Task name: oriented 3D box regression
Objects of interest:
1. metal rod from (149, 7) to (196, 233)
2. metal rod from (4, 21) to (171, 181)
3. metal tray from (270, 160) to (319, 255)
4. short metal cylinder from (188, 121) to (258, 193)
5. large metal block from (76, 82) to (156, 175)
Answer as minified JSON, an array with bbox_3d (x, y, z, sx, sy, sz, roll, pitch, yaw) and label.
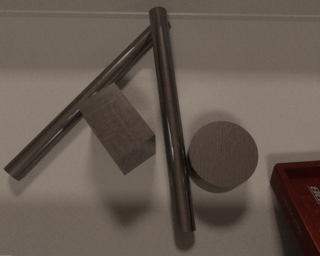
[{"bbox_3d":[0.013,-0.021,0.403,0.025,0.025,0.299,-6,75,-3],"label":"metal rod"},{"bbox_3d":[-0.089,-0.050,0.426,0.025,0.025,0.301,38,74,12],"label":"metal rod"},{"bbox_3d":[0.189,0.091,0.340,0.091,0.030,0.130,-3,37,-3],"label":"metal tray"},{"bbox_3d":[0.074,0.037,0.384,0.081,0.050,0.080,0,70,-1],"label":"short metal cylinder"},{"bbox_3d":[-0.049,0.004,0.378,0.050,0.080,0.080,-35,74,-12],"label":"large metal block"}]
